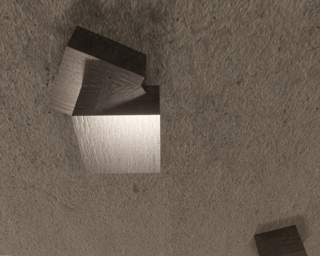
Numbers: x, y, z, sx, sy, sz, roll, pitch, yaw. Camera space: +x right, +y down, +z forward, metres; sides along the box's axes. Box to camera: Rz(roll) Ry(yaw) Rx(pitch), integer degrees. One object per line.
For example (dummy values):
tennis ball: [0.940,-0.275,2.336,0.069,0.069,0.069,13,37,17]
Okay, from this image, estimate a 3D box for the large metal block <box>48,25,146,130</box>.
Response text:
large metal block: [-0.069,-0.053,0.345,0.080,0.050,0.079,20,127,-17]

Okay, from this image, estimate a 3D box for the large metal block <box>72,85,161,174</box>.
large metal block: [-0.040,0.003,0.327,0.081,0.050,0.079,-1,131,0]

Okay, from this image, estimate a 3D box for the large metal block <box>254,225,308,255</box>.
large metal block: [0.237,0.239,0.598,0.080,0.050,0.080,-21,127,16]
